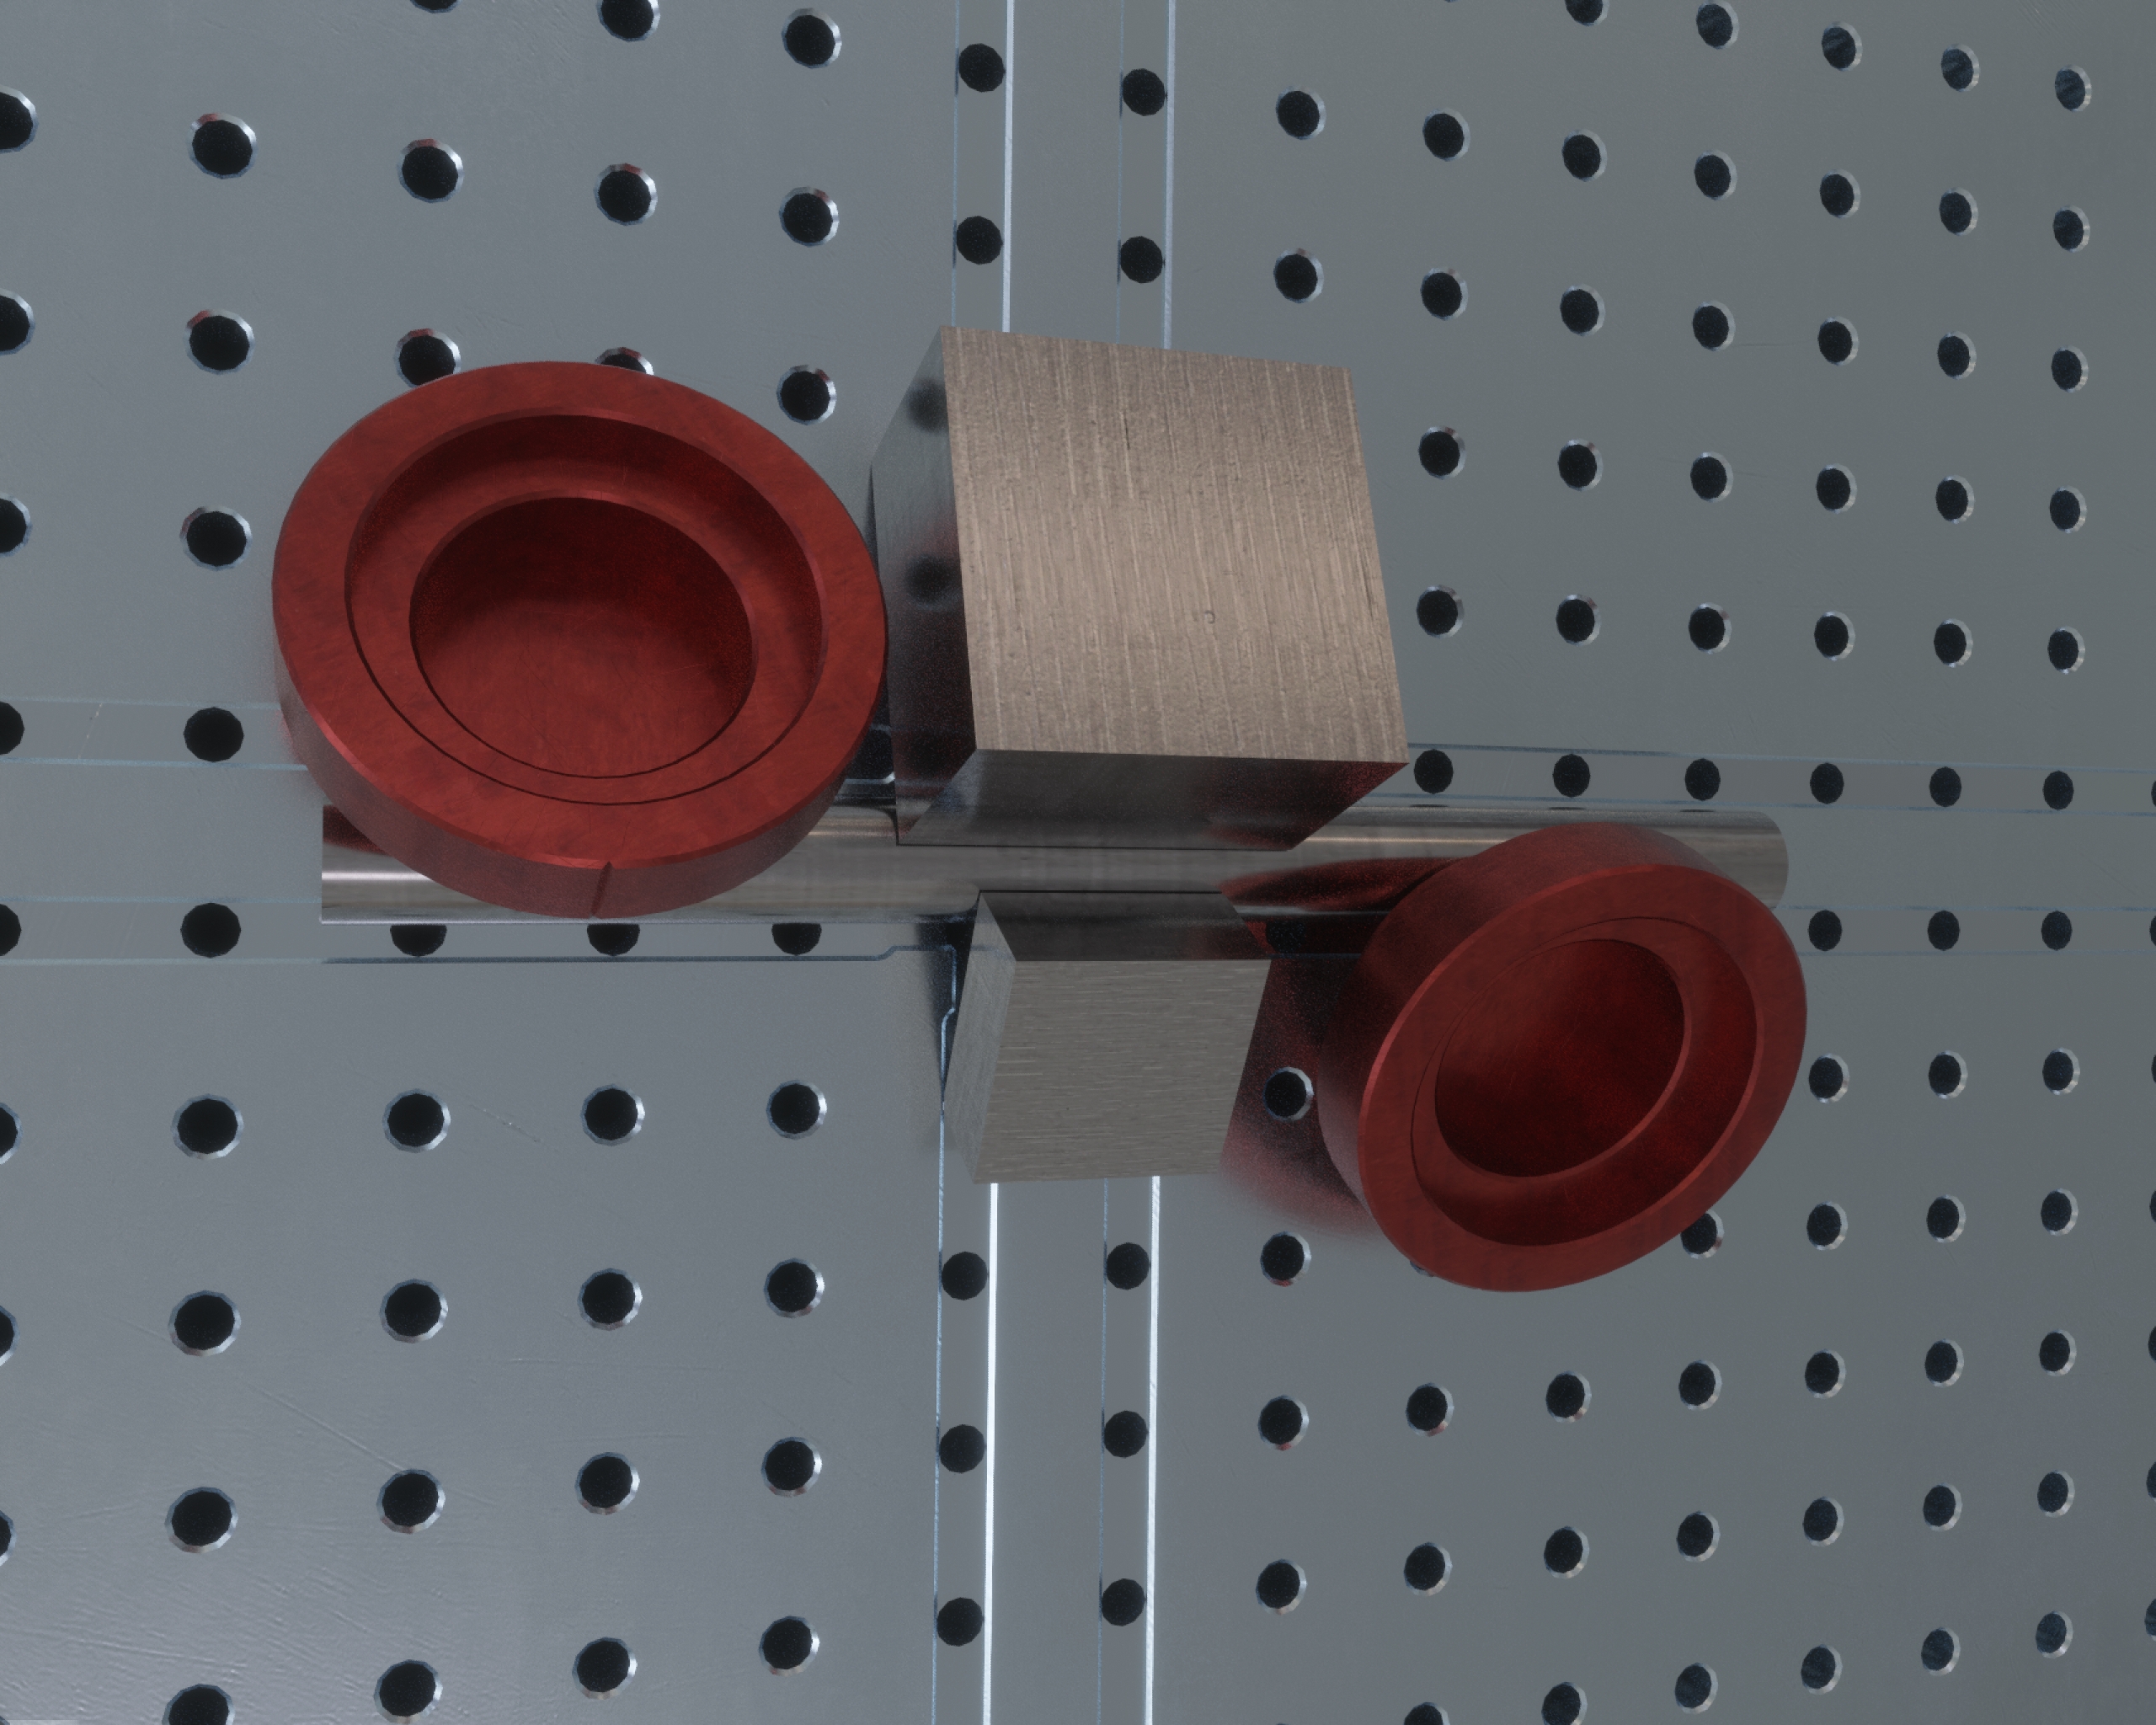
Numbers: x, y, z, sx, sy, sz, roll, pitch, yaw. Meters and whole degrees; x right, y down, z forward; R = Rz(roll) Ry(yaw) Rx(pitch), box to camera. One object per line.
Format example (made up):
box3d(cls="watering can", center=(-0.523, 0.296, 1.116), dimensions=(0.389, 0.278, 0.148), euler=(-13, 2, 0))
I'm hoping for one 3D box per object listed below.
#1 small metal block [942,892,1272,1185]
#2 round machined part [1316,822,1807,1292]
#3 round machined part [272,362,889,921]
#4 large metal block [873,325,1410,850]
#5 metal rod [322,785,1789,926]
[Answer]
box3d(cls="small metal block", center=(0.005, 0.034, 0.404), dimensions=(0.050, 0.025, 0.050), euler=(1, 119, -20))
box3d(cls="round machined part", center=(0.094, 0.036, 0.425), dimensions=(0.099, 0.042, 0.097), euler=(-8, 118, -16))
box3d(cls="round machined part", center=(-0.085, -0.034, 0.358), dimensions=(0.099, 0.042, 0.098), euler=(9, 61, -16))
box3d(cls="large metal block", center=(0.009, -0.048, 0.391), dimensions=(0.081, 0.050, 0.080), euler=(1, 72, -20))
box3d(cls="metal rod", center=(0.010, 0.000, 0.417), dimensions=(0.302, 0.025, 0.025), euler=(0, 90, -20))
